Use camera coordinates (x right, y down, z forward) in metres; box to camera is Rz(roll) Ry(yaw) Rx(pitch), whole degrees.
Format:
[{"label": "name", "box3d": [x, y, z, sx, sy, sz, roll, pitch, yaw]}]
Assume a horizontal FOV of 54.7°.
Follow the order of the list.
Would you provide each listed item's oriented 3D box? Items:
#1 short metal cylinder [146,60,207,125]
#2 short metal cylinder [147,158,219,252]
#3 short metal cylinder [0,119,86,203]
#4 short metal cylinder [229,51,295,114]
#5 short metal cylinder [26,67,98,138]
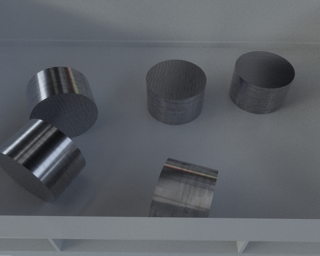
[{"label": "short metal cylinder", "box3d": [0.022, -0.050, 0.431, 0.080, 0.050, 0.080, 0, 50, 0]}, {"label": "short metal cylinder", "box3d": [0.024, 0.074, 0.307, 0.050, 0.080, 0.080, 14, 51, 11]}, {"label": "short metal cylinder", "box3d": [-0.130, 0.036, 0.338, 0.080, 0.080, 0.050, 24, 54, 18]}, {"label": "short metal cylinder", "box3d": [0.144, -0.066, 0.445, 0.080, 0.050, 0.080, 0, 50, 0]}, {"label": "short metal cylinder", "box3d": [-0.124, -0.030, 0.394, 0.081, 0.080, 0.050, -16, 52, -13]}]
